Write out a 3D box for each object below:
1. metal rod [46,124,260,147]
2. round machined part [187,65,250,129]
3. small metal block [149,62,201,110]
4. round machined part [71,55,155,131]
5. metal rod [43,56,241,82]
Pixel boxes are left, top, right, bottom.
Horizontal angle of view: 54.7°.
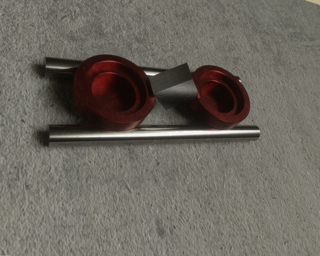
[{"bbox_3d":[0.012,0.008,0.406,0.303,0.025,0.025,0,62,-28],"label":"metal rod"},{"bbox_3d":[0.079,-0.041,0.455,0.099,0.042,0.098,14,56,-21],"label":"round machined part"},{"bbox_3d":[0.020,-0.052,0.398,0.050,0.050,0.025,-20,64,11],"label":"small metal block"},{"bbox_3d":[-0.059,-0.039,0.380,0.099,0.042,0.098,14,56,-21],"label":"round machined part"},{"bbox_3d":[-0.007,-0.075,0.446,0.303,0.025,0.025,0,62,-28],"label":"metal rod"}]
